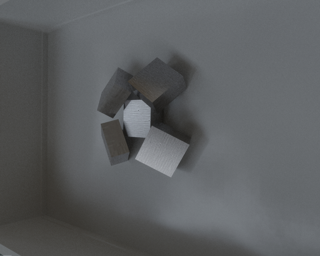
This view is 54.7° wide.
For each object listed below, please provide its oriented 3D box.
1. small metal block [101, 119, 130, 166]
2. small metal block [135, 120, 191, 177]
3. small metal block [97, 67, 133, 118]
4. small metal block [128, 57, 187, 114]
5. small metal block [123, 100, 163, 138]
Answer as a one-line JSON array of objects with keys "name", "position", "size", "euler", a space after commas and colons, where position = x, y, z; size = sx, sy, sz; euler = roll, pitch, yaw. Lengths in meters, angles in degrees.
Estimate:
[{"name": "small metal block", "position": [-0.065, 0.022, 0.443], "size": [0.050, 0.025, 0.050], "euler": [114, 137, -68]}, {"name": "small metal block", "position": [0.004, 0.025, 0.386], "size": [0.050, 0.025, 0.050], "euler": [27, 110, 0]}, {"name": "small metal block", "position": [-0.063, -0.050, 0.440], "size": [0.050, 0.025, 0.050], "euler": [-50, 23, 29]}, {"name": "small metal block", "position": [-0.003, -0.054, 0.391], "size": [0.050, 0.025, 0.050], "euler": [-41, 58, -10]}, {"name": "small metal block", "position": [-0.023, -0.013, 0.423], "size": [0.050, 0.025, 0.050], "euler": [2, 92, 40]}]
